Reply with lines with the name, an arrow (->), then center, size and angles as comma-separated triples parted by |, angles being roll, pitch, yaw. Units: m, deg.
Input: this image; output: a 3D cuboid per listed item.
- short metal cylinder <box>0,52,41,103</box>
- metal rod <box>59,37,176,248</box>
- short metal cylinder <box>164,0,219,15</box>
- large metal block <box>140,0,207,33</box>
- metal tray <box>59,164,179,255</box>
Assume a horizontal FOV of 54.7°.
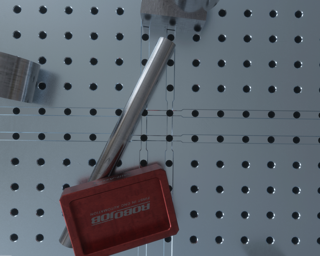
short metal cylinder -> -0.196, -0.064, 0.384 | 0.080, 0.080, 0.050 | 13, 90, 0
metal rod -> -0.056, 0.019, 0.412 | 0.025, 0.025, 0.299 | 26, 90, 0
short metal cylinder -> 0.038, -0.176, 0.351 | 0.081, 0.050, 0.080 | 0, 90, 0
large metal block -> 0.021, -0.175, 0.401 | 0.080, 0.050, 0.080 | 7, 90, 0
metal tray -> -0.049, 0.106, 0.393 | 0.131, 0.030, 0.089 | -14, 98, -10
